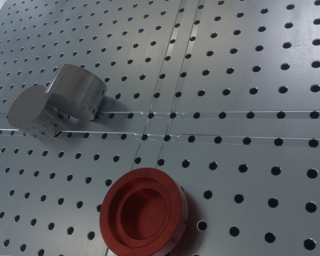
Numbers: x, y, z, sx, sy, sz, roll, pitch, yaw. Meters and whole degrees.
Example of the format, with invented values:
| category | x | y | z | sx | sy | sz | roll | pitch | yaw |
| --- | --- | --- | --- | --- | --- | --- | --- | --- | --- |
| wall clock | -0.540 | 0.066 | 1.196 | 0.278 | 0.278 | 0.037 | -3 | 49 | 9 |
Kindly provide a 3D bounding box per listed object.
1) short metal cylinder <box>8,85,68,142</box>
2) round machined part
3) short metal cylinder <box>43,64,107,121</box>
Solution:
| category | x | y | z | sx | sy | sz | roll | pitch | yaw |
| --- | --- | --- | --- | --- | --- | --- | --- | --- | --- |
| short metal cylinder | -0.200 | -0.024 | 0.513 | 0.080 | 0.050 | 0.080 | -13 | 56 | 21 |
| round machined part | -0.014 | 0.097 | 0.345 | 0.098 | 0.042 | 0.098 | -13 | 56 | 21 |
| short metal cylinder | -0.128 | -0.053 | 0.473 | 0.080 | 0.080 | 0.050 | 7 | 66 | 31 |
